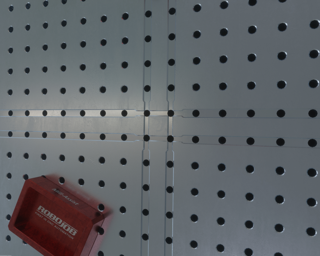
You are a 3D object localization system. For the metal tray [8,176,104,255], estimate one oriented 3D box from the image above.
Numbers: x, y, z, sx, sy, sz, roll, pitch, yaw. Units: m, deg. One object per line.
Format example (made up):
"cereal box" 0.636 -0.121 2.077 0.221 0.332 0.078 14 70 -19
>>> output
"metal tray" -0.158 0.142 0.466 0.130 0.030 0.090 26 99 18
